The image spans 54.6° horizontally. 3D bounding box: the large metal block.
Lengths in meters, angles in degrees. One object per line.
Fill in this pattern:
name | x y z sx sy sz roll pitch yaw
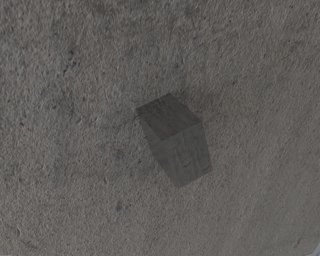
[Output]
large metal block | 0.017 0.015 0.389 0.050 0.080 0.080 -27 128 -12
